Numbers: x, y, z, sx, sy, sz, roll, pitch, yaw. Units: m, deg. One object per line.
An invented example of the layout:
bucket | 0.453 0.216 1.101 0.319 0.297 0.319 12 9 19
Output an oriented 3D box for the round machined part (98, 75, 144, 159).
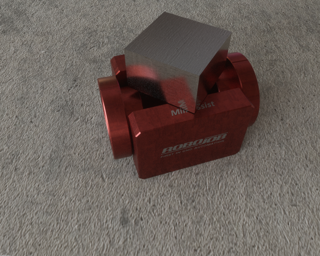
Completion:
round machined part | -0.043 -0.015 0.368 0.042 0.097 0.098 -12 51 -10

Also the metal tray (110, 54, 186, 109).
metal tray | 0.005 -0.063 0.417 0.131 0.089 0.030 -14 52 -12

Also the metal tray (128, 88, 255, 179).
metal tray | 0.034 0.008 0.354 0.131 0.089 0.030 -14 52 -12

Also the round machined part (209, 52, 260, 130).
round machined part | 0.083 -0.045 0.395 0.042 0.097 0.098 -12 51 -10

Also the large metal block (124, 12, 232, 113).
large metal block | 0.020 -0.072 0.330 0.080 0.050 0.080 24 54 18
